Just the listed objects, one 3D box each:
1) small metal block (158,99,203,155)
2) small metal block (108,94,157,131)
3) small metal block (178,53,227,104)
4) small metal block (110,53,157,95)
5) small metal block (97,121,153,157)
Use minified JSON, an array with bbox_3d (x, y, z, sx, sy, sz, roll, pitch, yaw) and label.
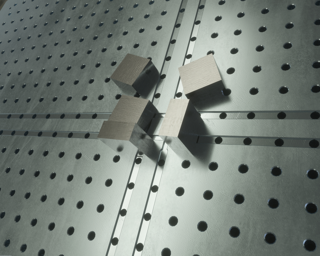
[{"bbox_3d":[0.027,-0.001,0.380,0.025,0.050,0.050,5,64,31],"label":"small metal block"},{"bbox_3d":[-0.040,-0.017,0.441,0.050,0.025,0.050,14,69,34],"label":"small metal block"},{"bbox_3d":[0.057,-0.066,0.420,0.050,0.025,0.050,-21,54,15],"label":"small metal block"},{"bbox_3d":[-0.041,-0.085,0.483,0.050,0.025,0.050,24,75,36],"label":"small metal block"},{"bbox_3d":[-0.045,0.014,0.408,0.050,0.050,0.025,4,64,30],"label":"small metal block"}]
